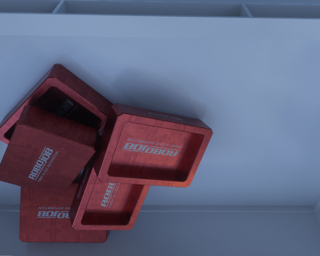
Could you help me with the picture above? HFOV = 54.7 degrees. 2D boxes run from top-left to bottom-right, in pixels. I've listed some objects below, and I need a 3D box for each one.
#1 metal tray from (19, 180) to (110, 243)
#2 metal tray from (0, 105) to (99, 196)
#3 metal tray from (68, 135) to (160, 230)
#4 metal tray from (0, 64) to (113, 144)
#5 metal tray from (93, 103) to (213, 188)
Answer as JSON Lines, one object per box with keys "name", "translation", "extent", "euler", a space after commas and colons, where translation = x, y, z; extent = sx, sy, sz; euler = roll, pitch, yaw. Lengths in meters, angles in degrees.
{"name": "metal tray", "translation": [-0.145, 0.127, 0.479], "extent": [0.131, 0.030, 0.089], "euler": [1, 88, -1]}
{"name": "metal tray", "translation": [-0.145, 0.035, 0.392], "extent": [0.091, 0.030, 0.129], "euler": [23, 133, -23]}
{"name": "metal tray", "translation": [-0.062, 0.079, 0.427], "extent": [0.091, 0.030, 0.129], "euler": [12, 108, -31]}
{"name": "metal tray", "translation": [-0.134, -0.009, 0.396], "extent": [0.130, 0.030, 0.090], "euler": [-36, 122, 26]}
{"name": "metal tray", "translation": [-0.007, 0.026, 0.387], "extent": [0.131, 0.030, 0.089], "euler": [10, 111, -29]}
